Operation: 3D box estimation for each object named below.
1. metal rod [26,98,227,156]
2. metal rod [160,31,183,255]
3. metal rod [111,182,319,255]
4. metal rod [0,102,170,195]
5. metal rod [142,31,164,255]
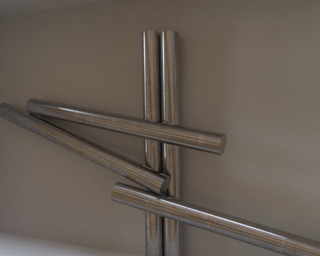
[{"bbox_3d":[-0.063,-0.008,0.409,0.301,0.025,0.025,11,94,26],"label":"metal rod"},{"bbox_3d":[0.015,0.027,0.401,0.025,0.025,0.298,-1,90,19],"label":"metal rod"},{"bbox_3d":[0.086,0.116,0.360,0.301,0.025,0.025,14,95,13],"label":"metal rod"},{"bbox_3d":[-0.122,0.021,0.437,0.301,0.025,0.025,21,97,23],"label":"metal rod"},{"bbox_3d":[-0.009,0.024,0.410,0.025,0.025,0.298,-1,90,19],"label":"metal rod"}]
